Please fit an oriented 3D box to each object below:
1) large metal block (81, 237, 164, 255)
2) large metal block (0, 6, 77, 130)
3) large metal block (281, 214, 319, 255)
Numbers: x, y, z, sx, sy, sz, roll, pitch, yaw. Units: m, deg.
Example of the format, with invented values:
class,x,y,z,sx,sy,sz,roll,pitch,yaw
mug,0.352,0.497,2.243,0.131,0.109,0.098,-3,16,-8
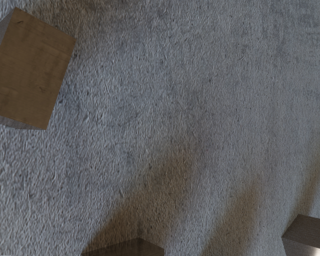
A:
class,x,y,z,sx,sy,sz,roll,pitch,yaw
large metal block,-0.042,0.181,0.354,0.081,0.050,0.080,0,91,-40
large metal block,-0.123,-0.044,0.265,0.050,0.080,0.080,23,75,-38
large metal block,0.308,0.227,0.627,0.081,0.080,0.050,-32,110,-35
